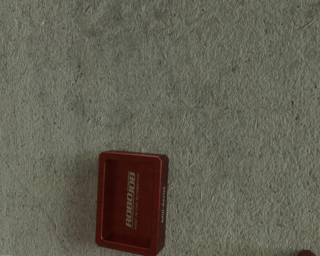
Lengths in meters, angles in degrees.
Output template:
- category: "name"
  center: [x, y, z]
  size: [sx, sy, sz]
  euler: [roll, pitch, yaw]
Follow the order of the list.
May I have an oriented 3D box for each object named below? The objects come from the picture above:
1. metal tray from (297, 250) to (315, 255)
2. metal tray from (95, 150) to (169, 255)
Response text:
- category: "metal tray"
  center: [0.187, 0.214, 0.340]
  size: [0.130, 0.030, 0.090]
  euler: [40, 103, 15]
- category: "metal tray"
  center: [-0.038, 0.098, 0.419]
  size: [0.090, 0.030, 0.129]
  euler: [3, 91, 19]
